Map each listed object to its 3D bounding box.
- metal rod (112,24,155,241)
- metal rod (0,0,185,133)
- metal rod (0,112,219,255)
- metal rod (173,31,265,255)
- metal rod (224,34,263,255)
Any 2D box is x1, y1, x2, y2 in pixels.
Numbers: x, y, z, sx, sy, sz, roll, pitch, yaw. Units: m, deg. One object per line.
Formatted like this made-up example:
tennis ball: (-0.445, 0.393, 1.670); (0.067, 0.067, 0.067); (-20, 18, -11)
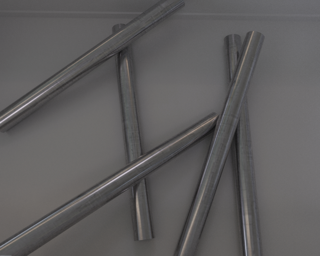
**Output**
metal rod: (-0.039, -0.009, 0.412); (0.025, 0.025, 0.299); (-7, 70, -3)
metal rod: (-0.094, -0.092, 0.421); (0.301, 0.025, 0.025); (-36, 74, -4)
metal rod: (-0.044, 0.060, 0.354); (0.302, 0.025, 0.025); (-31, 73, -24)
metal rod: (0.077, 0.014, 0.386); (0.025, 0.025, 0.299); (19, 78, 7)
metal rod: (0.106, 0.009, 0.406); (0.025, 0.025, 0.299); (0, 70, 0)
